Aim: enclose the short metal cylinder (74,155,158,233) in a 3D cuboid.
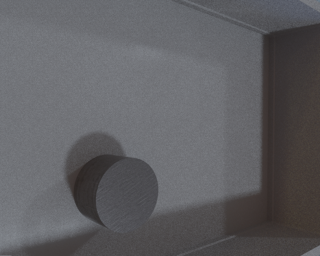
[{"bbox_3d":[-0.049,0.072,0.351,0.081,0.050,0.079,0,90,-40],"label":"short metal cylinder"}]
